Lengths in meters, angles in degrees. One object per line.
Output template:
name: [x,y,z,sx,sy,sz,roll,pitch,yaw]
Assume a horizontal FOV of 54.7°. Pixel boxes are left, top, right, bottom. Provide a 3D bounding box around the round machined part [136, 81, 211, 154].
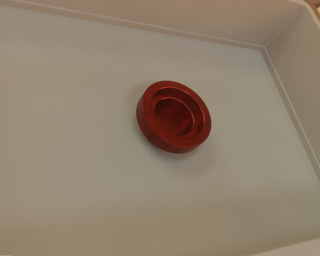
round machined part: [0.014,-0.010,0.406,0.099,0.042,0.098,14,56,-21]
